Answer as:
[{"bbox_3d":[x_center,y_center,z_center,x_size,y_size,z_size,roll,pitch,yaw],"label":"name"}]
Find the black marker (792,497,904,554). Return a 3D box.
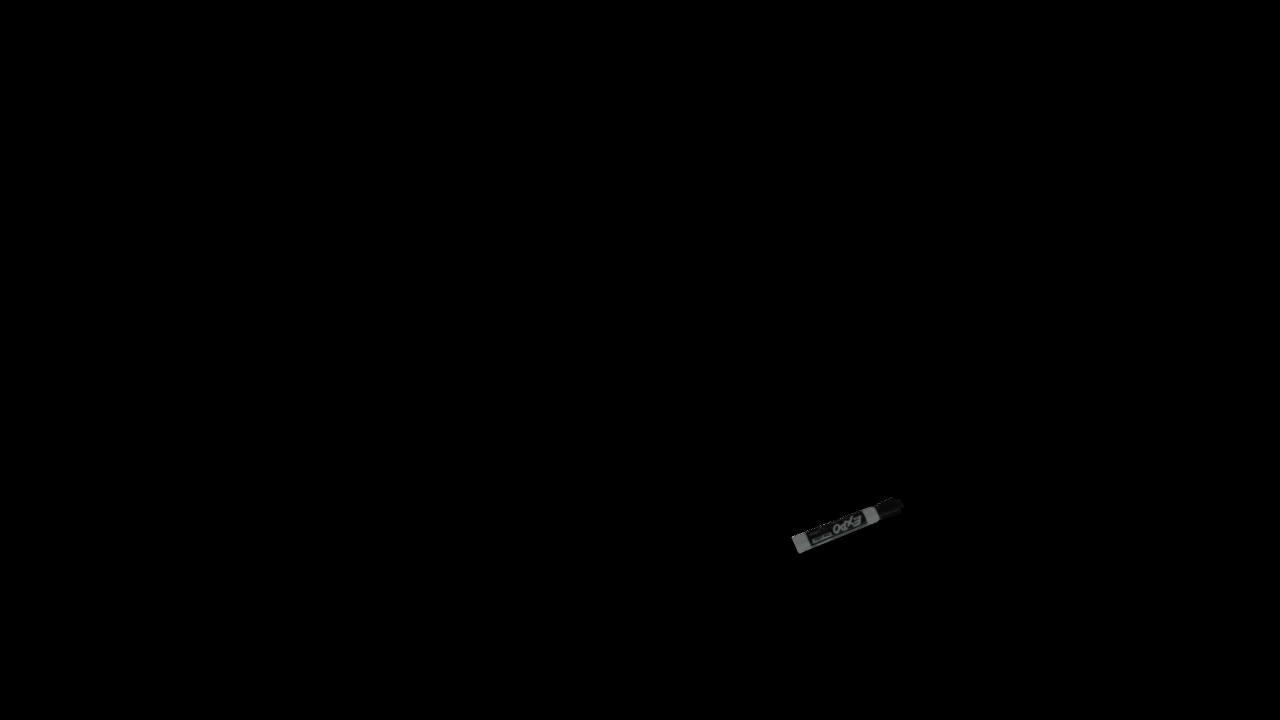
[{"bbox_3d":[0.221,0.175,0.654,0.121,0.020,0.020,-24,-3,6],"label":"black marker"}]
